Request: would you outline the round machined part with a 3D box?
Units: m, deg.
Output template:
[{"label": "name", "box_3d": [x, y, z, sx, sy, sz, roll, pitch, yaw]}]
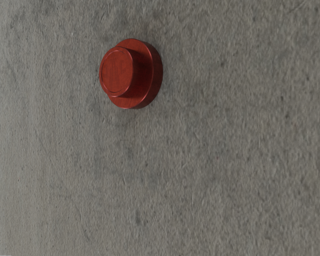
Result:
[{"label": "round machined part", "box_3d": [-0.047, -0.076, 0.430, 0.098, 0.042, 0.097, 0, 90, 39]}]
